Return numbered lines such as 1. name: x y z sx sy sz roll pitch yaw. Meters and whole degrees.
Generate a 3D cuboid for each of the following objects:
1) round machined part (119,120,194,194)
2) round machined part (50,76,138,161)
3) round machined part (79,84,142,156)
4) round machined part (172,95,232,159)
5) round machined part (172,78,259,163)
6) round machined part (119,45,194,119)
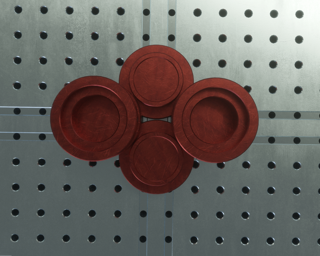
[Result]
1. round machined part: -0.005 0.038 0.404 0.099 0.042 0.097 0 90 0
2. round machined part: -0.075 -0.011 0.372 0.099 0.042 0.097 0 90 0
3. round machined part: -0.073 -0.011 0.404 0.099 0.042 0.097 0 90 0
4. round machined part: 0.063 -0.010 0.405 0.099 0.042 0.097 0 90 0
5. round machined part: 0.063 -0.009 0.373 0.099 0.042 0.097 0 90 0
6. round machined part: -0.005 -0.060 0.404 0.099 0.042 0.097 0 90 0
